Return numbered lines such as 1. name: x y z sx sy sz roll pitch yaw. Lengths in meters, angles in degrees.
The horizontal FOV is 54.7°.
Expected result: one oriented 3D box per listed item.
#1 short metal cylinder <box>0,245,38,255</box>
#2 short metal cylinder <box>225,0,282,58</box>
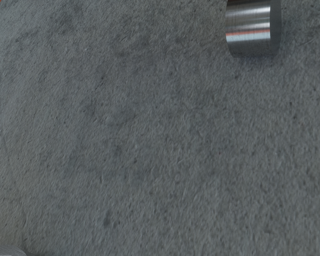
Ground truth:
1. short metal cylinder: -0.174 0.180 0.353 0.080 0.050 0.080 -4 56 6
2. short metal cylinder: 0.118 -0.129 0.385 0.050 0.080 0.080 3 63 29
